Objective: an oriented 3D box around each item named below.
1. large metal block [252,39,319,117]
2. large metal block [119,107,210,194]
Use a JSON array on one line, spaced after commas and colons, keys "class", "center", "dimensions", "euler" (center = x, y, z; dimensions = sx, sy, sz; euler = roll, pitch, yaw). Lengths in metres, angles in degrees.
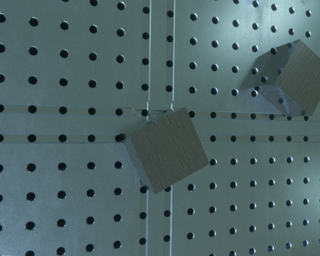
[{"class": "large metal block", "center": [0.204, -0.073, 0.474], "dimensions": [0.080, 0.050, 0.080], "euler": [36, 79, -17]}, {"class": "large metal block", "center": [0.005, 0.026, 0.401], "dimensions": [0.080, 0.050, 0.080], "euler": [-26, 99, -18]}]
